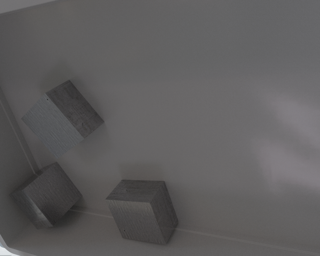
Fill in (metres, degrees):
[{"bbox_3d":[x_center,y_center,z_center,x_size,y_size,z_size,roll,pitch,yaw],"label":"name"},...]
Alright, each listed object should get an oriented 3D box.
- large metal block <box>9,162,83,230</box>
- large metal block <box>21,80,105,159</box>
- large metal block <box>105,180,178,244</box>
[{"bbox_3d":[-0.202,0.120,0.554,0.050,0.080,0.080,-22,107,36],"label":"large metal block"},{"bbox_3d":[-0.145,-0.011,0.462,0.080,0.050,0.080,-32,101,38],"label":"large metal block"},{"bbox_3d":[-0.027,0.130,0.487,0.080,0.050,0.080,-4,117,30],"label":"large metal block"}]
